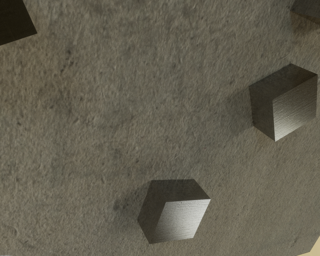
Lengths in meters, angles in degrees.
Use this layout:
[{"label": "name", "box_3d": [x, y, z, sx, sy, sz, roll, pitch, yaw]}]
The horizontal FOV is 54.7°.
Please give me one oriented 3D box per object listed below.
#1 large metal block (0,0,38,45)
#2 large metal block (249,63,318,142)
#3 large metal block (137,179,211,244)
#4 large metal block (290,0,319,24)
[{"label": "large metal block", "box_3d": [-0.148, -0.092, 0.234, 0.081, 0.080, 0.050, -24, 128, -14]}, {"label": "large metal block", "box_3d": [0.188, -0.039, 0.472, 0.080, 0.050, 0.080, -28, 129, -11]}, {"label": "large metal block", "box_3d": [0.020, 0.128, 0.483, 0.081, 0.050, 0.079, 5, 116, -31]}, {"label": "large metal block", "box_3d": [0.236, -0.179, 0.411, 0.081, 0.050, 0.079, 7, 115, -32]}]
